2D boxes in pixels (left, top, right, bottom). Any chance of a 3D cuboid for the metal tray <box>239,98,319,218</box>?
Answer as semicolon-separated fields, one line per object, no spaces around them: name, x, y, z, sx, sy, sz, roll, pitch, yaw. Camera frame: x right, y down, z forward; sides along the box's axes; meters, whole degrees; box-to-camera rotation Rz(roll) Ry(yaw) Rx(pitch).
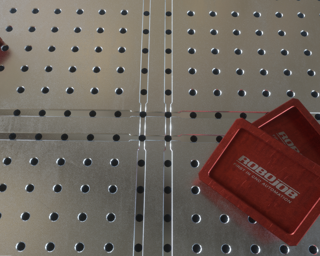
metal tray;0.176;0.036;0.397;0.090;0.030;0.130;-30;73;-11

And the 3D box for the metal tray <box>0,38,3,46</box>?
metal tray;-0.314;-0.133;0.453;0.130;0.030;0.090;30;72;10

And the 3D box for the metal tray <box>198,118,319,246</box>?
metal tray;0.123;0.059;0.362;0.130;0.030;0.090;35;95;20
